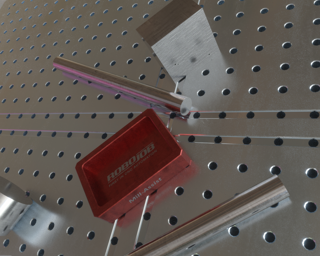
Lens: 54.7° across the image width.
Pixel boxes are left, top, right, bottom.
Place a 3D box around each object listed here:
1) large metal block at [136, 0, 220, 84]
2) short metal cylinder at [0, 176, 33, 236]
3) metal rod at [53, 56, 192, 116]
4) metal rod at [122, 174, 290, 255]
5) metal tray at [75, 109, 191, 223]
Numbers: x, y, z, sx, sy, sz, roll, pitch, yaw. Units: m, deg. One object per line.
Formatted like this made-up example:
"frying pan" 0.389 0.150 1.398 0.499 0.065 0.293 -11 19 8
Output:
"large metal block" 0.027 -0.124 0.435 0.080 0.080 0.050 -37 51 3
"short metal cylinder" -0.228 0.104 0.429 0.080 0.080 0.050 28 78 37
"metal rod" -0.078 -0.075 0.495 0.300 0.025 0.025 23 74 36
"metal rod" -0.006 0.133 0.329 0.300 0.025 0.025 -31 52 8
"metal tray" -0.038 0.046 0.396 0.130 0.030 0.090 -37 51 3
